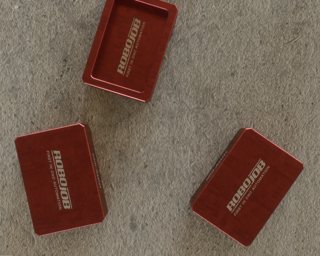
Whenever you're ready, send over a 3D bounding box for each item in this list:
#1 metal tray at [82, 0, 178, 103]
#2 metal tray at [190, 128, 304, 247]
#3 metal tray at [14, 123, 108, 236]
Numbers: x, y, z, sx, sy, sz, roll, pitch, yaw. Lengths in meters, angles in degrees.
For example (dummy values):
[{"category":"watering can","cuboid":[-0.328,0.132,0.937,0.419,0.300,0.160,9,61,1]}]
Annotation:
[{"category":"metal tray","cuboid":[-0.038,-0.107,0.406,0.090,0.030,0.129,17,90,0]},{"category":"metal tray","cuboid":[0.112,0.075,0.408,0.090,0.030,0.130,35,90,0]},{"category":"metal tray","cuboid":[-0.127,0.065,0.406,0.091,0.030,0.129,-12,90,0]}]
